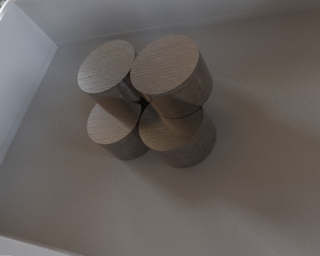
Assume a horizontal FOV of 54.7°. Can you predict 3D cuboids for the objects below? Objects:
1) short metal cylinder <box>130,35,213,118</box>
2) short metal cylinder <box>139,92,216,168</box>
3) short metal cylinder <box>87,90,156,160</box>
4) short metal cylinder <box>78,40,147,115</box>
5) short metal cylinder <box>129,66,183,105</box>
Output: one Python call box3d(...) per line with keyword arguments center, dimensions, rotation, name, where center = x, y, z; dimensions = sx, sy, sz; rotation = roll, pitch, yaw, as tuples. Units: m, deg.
box3d(center=(0.014, -0.058, 0.350), dimensions=(0.080, 0.050, 0.080), rotation=(-13, 56, 21), name="short metal cylinder")
box3d(center=(0.022, 0.002, 0.375), dimensions=(0.080, 0.050, 0.080), rotation=(-13, 56, 21), name="short metal cylinder")
box3d(center=(-0.049, -0.004, 0.416), dimensions=(0.080, 0.050, 0.080), rotation=(-13, 56, 21), name="short metal cylinder")
box3d(center=(-0.055, -0.063, 0.391), dimensions=(0.080, 0.050, 0.080), rotation=(-13, 56, 21), name="short metal cylinder")
box3d(center=(0.006, -0.062, 0.423), dimensions=(0.080, 0.050, 0.080), rotation=(-13, 56, 21), name="short metal cylinder")
